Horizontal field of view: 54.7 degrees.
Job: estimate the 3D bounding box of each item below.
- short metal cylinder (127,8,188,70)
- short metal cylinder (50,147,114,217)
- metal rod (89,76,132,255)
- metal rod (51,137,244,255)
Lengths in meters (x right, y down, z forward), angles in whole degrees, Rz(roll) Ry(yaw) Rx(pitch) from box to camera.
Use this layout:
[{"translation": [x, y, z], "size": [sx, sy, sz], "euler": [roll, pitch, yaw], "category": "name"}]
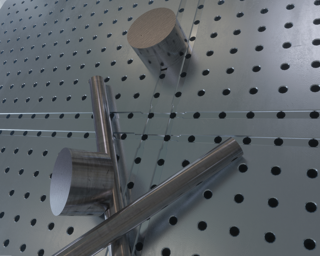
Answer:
[{"translation": [-0.003, -0.137, 0.478], "size": [0.080, 0.050, 0.080], "euler": [-13, 56, 21], "category": "short metal cylinder"}, {"translation": [-0.097, 0.067, 0.380], "size": [0.080, 0.050, 0.080], "euler": [-24, 60, 52], "category": "short metal cylinder"}, {"translation": [-0.072, 0.039, 0.421], "size": [0.025, 0.025, 0.299], "euler": [-25, 53, 13], "category": "metal rod"}, {"translation": [-0.039, 0.102, 0.337], "size": [0.301, 0.025, 0.025], "euler": [-33, 51, -5], "category": "metal rod"}]
